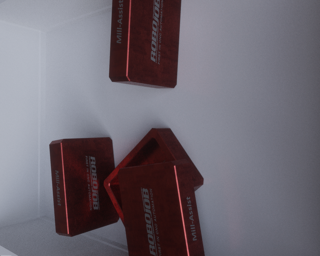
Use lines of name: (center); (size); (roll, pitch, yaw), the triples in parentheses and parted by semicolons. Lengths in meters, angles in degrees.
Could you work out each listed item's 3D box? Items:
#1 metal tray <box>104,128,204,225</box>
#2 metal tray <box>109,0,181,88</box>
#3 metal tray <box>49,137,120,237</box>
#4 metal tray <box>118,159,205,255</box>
metal tray: (-0.014, 0.072, 0.413); (0.129, 0.030, 0.090); (-47, 62, 29)
metal tray: (-0.015, -0.117, 0.374); (0.030, 0.091, 0.129); (5, 93, 40)
metal tray: (-0.108, 0.080, 0.450); (0.030, 0.091, 0.129); (-10, 84, 39)
metal tray: (0.000, 0.106, 0.363); (0.090, 0.030, 0.129); (-13, 83, 38)
